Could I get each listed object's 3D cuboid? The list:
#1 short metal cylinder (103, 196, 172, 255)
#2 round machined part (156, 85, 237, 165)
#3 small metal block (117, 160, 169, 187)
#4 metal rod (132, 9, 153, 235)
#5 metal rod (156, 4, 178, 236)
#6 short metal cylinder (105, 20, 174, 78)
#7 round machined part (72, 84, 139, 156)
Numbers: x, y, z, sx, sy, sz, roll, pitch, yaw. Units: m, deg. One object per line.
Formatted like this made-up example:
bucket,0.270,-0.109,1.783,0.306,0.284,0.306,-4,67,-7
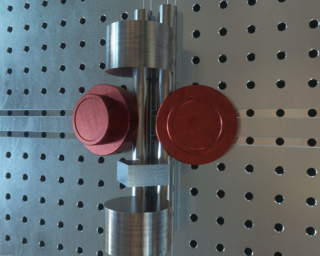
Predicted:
short metal cylinder,-0.026,0.115,0.370,0.080,0.080,0.050,1,91,20
round machined part,0.044,-0.004,0.374,0.099,0.042,0.097,0,90,5
small metal block,-0.022,0.055,0.382,0.050,0.050,0.025,1,90,-22
metal rod,-0.025,-0.008,0.420,0.025,0.025,0.298,1,90,20
metal rod,0.009,-0.009,0.409,0.025,0.025,0.298,1,90,20
short metal cylinder,-0.024,-0.090,0.368,0.080,0.080,0.050,1,91,20
round machined part,-0.080,-0.011,0.418,0.098,0.042,0.097,0,90,34
